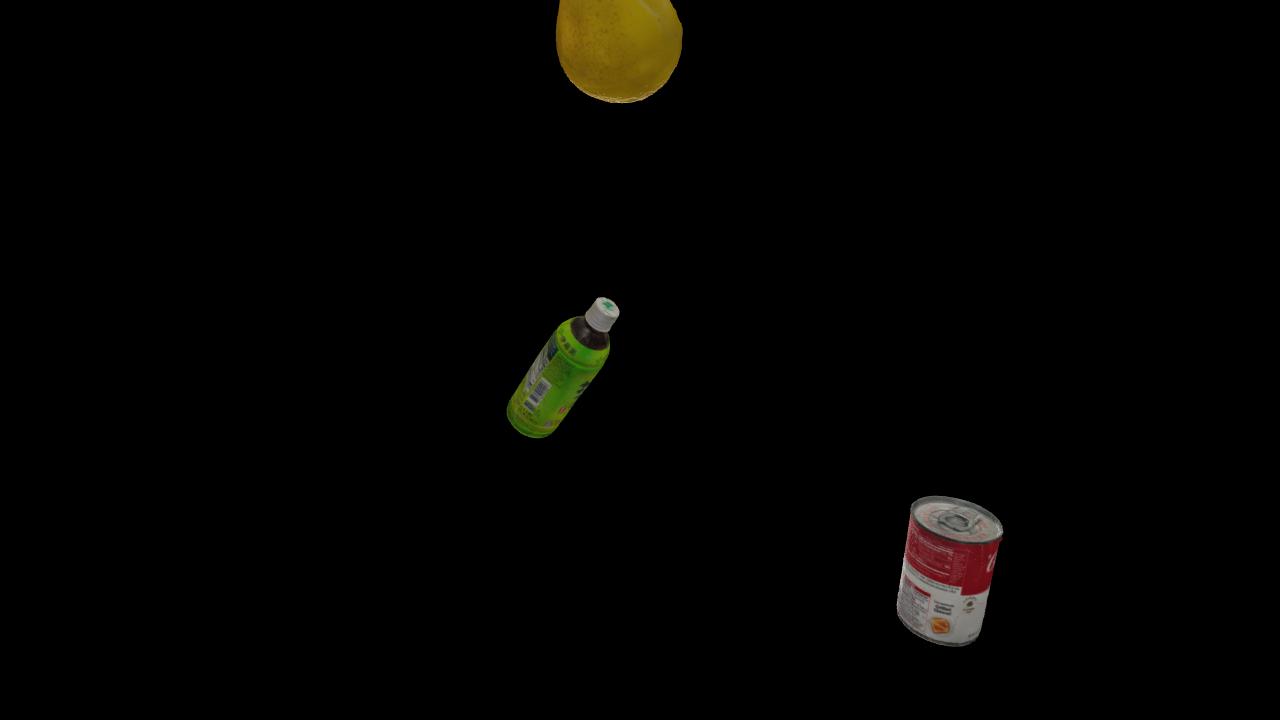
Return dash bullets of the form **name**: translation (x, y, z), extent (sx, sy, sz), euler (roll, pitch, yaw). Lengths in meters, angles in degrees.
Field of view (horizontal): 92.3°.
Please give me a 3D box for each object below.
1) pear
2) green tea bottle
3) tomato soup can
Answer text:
- **pear**: translation (-0.023, -0.208, 0.368), extent (0.080, 0.080, 0.111), euler (0, -19, 28)
- **green tea bottle**: translation (-0.088, 0.009, 0.728), extent (0.073, 0.073, 0.212), euler (0, -38, -39)
- **tomato soup can**: translation (0.253, 0.174, 0.509), extent (0.068, 0.101, 0.068), euler (0, 18, 0)
